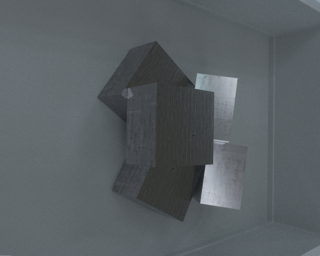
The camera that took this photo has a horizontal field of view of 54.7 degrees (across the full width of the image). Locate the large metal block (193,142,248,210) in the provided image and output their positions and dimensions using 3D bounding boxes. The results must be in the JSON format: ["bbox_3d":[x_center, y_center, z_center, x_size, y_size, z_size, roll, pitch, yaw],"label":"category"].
[{"bbox_3d":[0.080,0.064,0.430,0.050,0.080,0.080,9,82,0],"label":"large metal block"}]

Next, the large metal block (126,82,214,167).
[{"bbox_3d":[0.012,-0.001,0.333,0.081,0.050,0.080,3,87,-39],"label":"large metal block"}]

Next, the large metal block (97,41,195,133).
[{"bbox_3d":[-0.014,-0.045,0.379,0.080,0.050,0.080,44,64,-32],"label":"large metal block"}]

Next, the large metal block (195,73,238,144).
[{"bbox_3d":[0.068,-0.021,0.420,0.080,0.050,0.080,63,36,-81],"label":"large metal block"}]

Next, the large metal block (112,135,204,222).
[{"bbox_3d":[0.000,0.061,0.387,0.080,0.050,0.080,37,67,-34],"label":"large metal block"}]
